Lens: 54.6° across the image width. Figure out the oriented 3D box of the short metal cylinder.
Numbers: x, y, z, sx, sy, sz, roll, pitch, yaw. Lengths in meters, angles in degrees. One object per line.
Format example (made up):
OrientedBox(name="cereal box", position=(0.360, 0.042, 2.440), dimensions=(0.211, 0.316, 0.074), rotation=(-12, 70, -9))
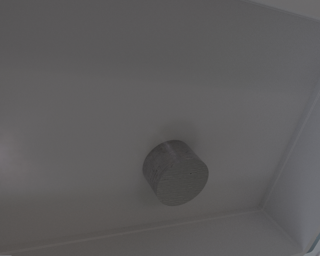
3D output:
OrientedBox(name="short metal cylinder", position=(0.022, 0.064, 0.443), dimensions=(0.081, 0.050, 0.080), rotation=(-14, 124, -21))
